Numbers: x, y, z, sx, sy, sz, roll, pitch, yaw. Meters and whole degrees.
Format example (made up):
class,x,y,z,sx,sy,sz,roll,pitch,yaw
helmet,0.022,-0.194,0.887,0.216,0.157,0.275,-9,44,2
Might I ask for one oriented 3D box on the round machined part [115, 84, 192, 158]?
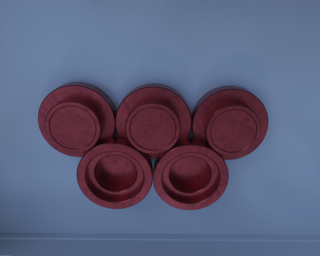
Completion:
class,x,y,z,sx,sy,sz,roll,pitch,yaw
round machined part,-0.009,-0.005,0.398,0.099,0.042,0.097,0,109,0

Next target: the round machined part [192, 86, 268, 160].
class,x,y,z,sx,sy,sz,roll,pitch,yaw
round machined part,0.091,-0.002,0.399,0.099,0.042,0.097,0,109,0

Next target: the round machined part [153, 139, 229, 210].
class,x,y,z,sx,sy,sz,roll,pitch,yaw
round machined part,0.040,0.059,0.422,0.099,0.042,0.097,0,110,0

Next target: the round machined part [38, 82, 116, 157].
class,x,y,z,sx,sy,sz,roll,pitch,yaw
round machined part,-0.107,-0.007,0.396,0.099,0.042,0.097,0,109,-1

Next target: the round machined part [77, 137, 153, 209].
class,x,y,z,sx,sy,sz,roll,pitch,yaw
round machined part,-0.059,0.057,0.421,0.099,0.042,0.097,0,110,0
